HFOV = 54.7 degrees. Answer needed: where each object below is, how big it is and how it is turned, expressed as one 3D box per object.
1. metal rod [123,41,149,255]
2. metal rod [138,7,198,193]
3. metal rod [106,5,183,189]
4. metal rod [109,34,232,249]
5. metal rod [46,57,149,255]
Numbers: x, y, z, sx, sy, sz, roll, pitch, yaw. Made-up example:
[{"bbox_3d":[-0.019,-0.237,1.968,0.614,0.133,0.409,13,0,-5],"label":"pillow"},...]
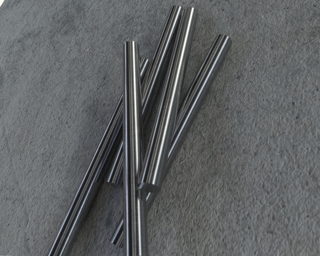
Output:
[{"bbox_3d":[-0.034,0.003,0.386,0.025,0.025,0.299,-17,55,18],"label":"metal rod"},{"bbox_3d":[0.018,-0.059,0.407,0.025,0.025,0.300,-5,52,26],"label":"metal rod"},{"bbox_3d":[-0.014,-0.059,0.447,0.025,0.025,0.300,4,63,30],"label":"metal rod"},{"bbox_3d":[0.022,0.005,0.389,0.025,0.025,0.300,16,70,34],"label":"metal rod"},{"bbox_3d":[-0.075,0.029,0.425,0.025,0.025,0.300,8,65,32],"label":"metal rod"}]
